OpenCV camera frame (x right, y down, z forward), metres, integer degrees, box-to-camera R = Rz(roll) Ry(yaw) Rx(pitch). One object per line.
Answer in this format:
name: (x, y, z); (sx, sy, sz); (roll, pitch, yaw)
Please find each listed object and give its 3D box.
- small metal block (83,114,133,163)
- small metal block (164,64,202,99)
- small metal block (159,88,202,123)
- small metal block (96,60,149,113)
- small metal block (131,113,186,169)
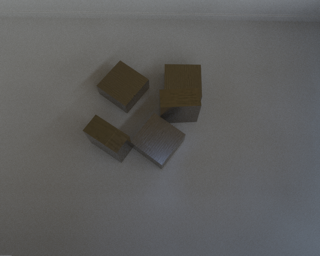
small metal block: (-0.064, 0.015, 0.390); (0.050, 0.050, 0.025); (32, 73, 11)
small metal block: (0.031, -0.061, 0.432); (0.050, 0.025, 0.050); (1, 70, 0)
small metal block: (0.025, -0.028, 0.406); (0.050, 0.050, 0.025); (-3, 68, -2)
small metal block: (-0.050, -0.057, 0.430); (0.050, 0.025, 0.050); (35, 73, 11)
small metal block: (-0.003, 0.017, 0.404); (0.050, 0.025, 0.050); (36, 74, 11)
